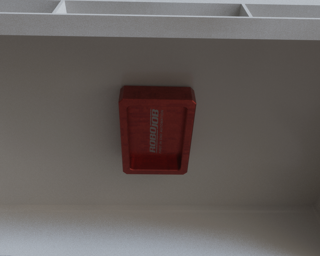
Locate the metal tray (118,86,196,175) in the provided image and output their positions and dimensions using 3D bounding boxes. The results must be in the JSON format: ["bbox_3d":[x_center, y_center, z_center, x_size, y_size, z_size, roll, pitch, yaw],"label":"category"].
[{"bbox_3d":[-0.005,0.007,0.408,0.091,0.030,0.129,1,130,-2],"label":"metal tray"}]
